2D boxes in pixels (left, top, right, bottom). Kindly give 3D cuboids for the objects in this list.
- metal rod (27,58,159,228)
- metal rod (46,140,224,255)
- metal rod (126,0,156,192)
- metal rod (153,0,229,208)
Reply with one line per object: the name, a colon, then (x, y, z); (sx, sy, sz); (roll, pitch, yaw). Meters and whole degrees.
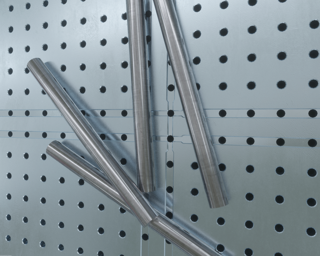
metal rod: (-0.103, 0.009, 0.436); (0.025, 0.025, 0.300); (-45, 71, 14)
metal rod: (-0.040, 0.103, 0.427); (0.300, 0.025, 0.025); (31, 100, 17)
metal rod: (-0.027, -0.064, 0.422); (0.025, 0.025, 0.298); (-4, 89, 20)
metal rod: (0.036, -0.047, 0.400); (0.025, 0.025, 0.299); (-17, 84, 19)
